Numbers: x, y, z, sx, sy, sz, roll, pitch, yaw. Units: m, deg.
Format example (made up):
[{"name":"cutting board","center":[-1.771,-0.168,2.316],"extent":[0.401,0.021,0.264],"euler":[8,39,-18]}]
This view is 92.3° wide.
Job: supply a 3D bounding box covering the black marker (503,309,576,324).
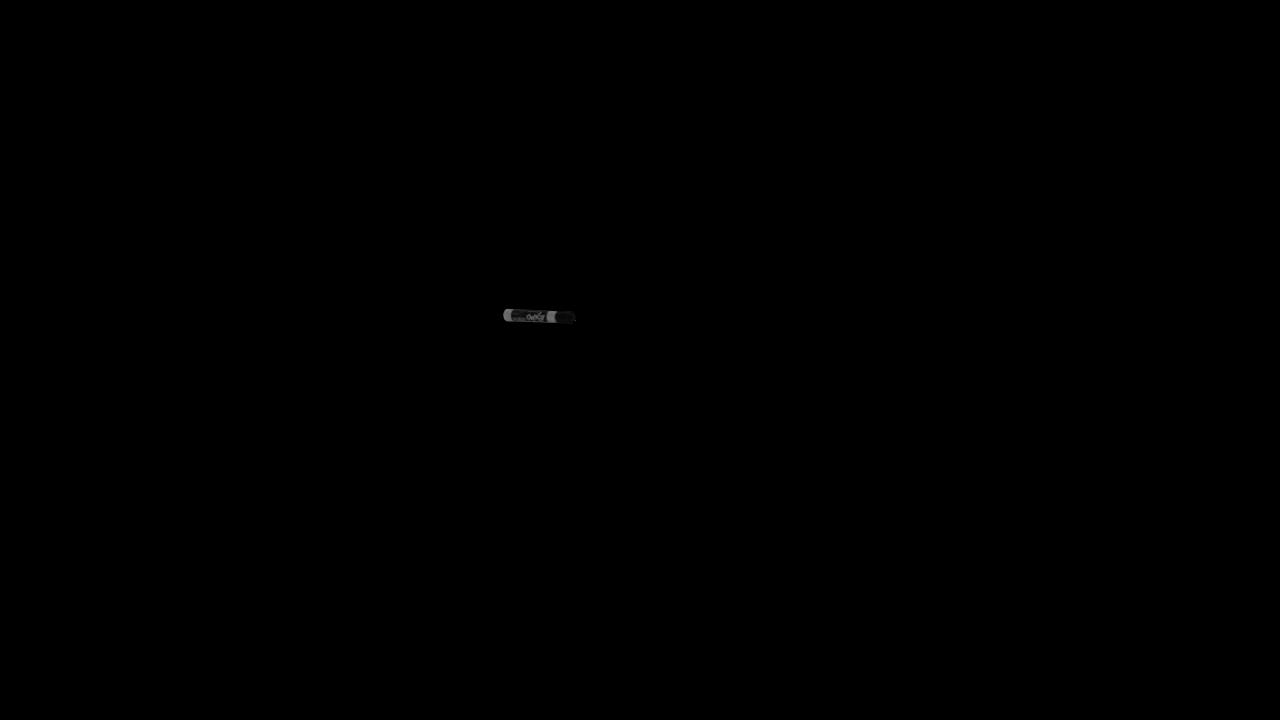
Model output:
[{"name":"black marker","center":[-0.144,-0.063,0.885],"extent":[0.121,0.020,0.020],"euler":[4,2,28]}]
